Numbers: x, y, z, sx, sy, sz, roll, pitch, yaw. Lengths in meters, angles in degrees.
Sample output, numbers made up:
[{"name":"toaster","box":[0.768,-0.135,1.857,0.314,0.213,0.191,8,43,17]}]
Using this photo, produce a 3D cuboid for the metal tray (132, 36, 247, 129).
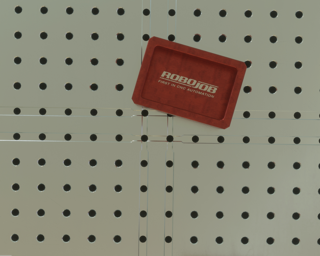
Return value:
[{"name":"metal tray","box":[0.038,-0.058,0.410,0.131,0.030,0.090,16,90,0]}]
